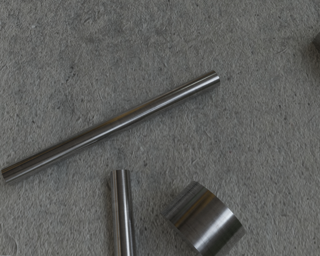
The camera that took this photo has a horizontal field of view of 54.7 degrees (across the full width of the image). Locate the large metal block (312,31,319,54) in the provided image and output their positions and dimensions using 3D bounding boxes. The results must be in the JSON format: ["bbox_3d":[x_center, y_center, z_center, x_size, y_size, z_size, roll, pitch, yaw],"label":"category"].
[{"bbox_3d":[0.283,-0.117,0.439,0.080,0.050,0.080,-18,71,-7],"label":"large metal block"}]

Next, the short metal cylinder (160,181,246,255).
[{"bbox_3d":[0.046,0.105,0.341,0.050,0.080,0.080,-42,75,-14],"label":"short metal cylinder"}]

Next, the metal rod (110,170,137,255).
[{"bbox_3d":[-0.033,0.194,0.336,0.025,0.025,0.299,-6,70,-2],"label":"metal rod"}]

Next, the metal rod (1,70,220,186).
[{"bbox_3d":[-0.056,-0.005,0.409,0.302,0.025,0.025,-26,72,-9],"label":"metal rod"}]
